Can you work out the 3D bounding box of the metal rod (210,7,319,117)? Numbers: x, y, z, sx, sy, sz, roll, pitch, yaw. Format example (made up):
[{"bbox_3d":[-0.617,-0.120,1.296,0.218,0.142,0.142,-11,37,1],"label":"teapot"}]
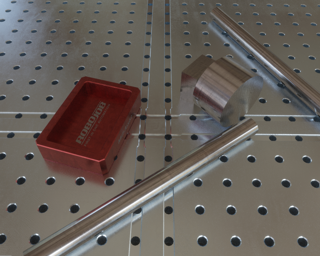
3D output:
[{"bbox_3d":[0.172,-0.116,0.507,0.025,0.025,0.300,-21,53,-17],"label":"metal rod"}]

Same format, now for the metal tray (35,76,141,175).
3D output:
[{"bbox_3d":[-0.088,-0.009,0.410,0.090,0.030,0.130,14,51,11],"label":"metal tray"}]

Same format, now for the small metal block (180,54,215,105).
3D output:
[{"bbox_3d":[0.055,-0.070,0.451,0.025,0.050,0.050,32,57,23],"label":"small metal block"}]

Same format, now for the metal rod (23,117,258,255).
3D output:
[{"bbox_3d":[-0.002,0.063,0.354,0.302,0.025,0.025,-28,56,-22],"label":"metal rod"}]

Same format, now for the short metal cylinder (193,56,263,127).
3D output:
[{"bbox_3d":[0.091,-0.048,0.413,0.081,0.080,0.050,-32,57,-24],"label":"short metal cylinder"}]
